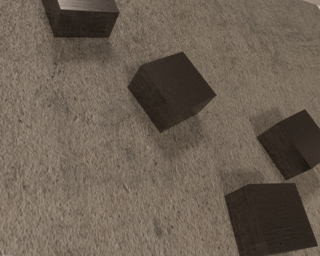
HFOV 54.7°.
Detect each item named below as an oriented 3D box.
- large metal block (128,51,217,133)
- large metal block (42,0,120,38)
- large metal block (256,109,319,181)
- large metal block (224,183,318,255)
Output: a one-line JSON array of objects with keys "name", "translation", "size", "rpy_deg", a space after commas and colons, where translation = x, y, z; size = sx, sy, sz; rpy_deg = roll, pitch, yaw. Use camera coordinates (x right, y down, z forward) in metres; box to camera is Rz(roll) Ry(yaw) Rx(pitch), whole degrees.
[{"name": "large metal block", "translation": [0.017, -0.051, 0.430], "size": [0.081, 0.050, 0.080], "rpy_deg": [-28, 77, -37]}, {"name": "large metal block", "translation": [-0.114, -0.175, 0.434], "size": [0.081, 0.050, 0.080], "rpy_deg": [-11, 67, -33]}, {"name": "large metal block", "translation": [0.216, 0.025, 0.492], "size": [0.081, 0.050, 0.080], "rpy_deg": [-20, 73, -36]}, {"name": "large metal block", "translation": [0.139, 0.117, 0.393], "size": [0.081, 0.050, 0.080], "rpy_deg": [4, 60, -27]}]
